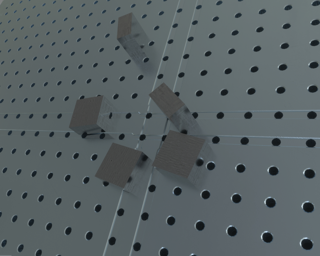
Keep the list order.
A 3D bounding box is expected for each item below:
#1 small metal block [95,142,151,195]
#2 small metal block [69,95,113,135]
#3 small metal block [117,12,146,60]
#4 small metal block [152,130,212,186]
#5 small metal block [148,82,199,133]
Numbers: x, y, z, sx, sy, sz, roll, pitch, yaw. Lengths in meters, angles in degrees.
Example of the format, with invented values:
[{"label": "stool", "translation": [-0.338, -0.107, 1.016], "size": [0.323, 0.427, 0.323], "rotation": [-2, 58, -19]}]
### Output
[{"label": "small metal block", "translation": [-0.048, 0.051, 0.400], "size": [0.050, 0.025, 0.050], "rotation": [14, 69, 33]}, {"label": "small metal block", "translation": [-0.105, -0.019, 0.473], "size": [0.050, 0.025, 0.050], "rotation": [-6, 59, 24]}, {"label": "small metal block", "translation": [-0.045, -0.150, 0.506], "size": [0.025, 0.050, 0.050], "rotation": [-14, 56, 20]}, {"label": "small metal block", "translation": [0.026, 0.035, 0.372], "size": [0.050, 0.025, 0.050], "rotation": [16, 70, 34]}, {"label": "small metal block", "translation": [0.018, -0.023, 0.396], "size": [0.025, 0.050, 0.050], "rotation": [-40, 51, 1]}]
